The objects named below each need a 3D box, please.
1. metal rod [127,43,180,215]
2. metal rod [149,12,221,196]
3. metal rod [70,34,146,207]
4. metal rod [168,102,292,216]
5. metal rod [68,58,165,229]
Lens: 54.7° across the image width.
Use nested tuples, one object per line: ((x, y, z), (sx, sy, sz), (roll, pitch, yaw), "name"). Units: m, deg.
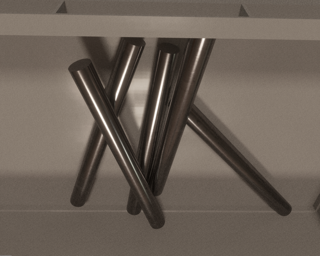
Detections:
((-0.017, 0.025, 0.430), (0.025, 0.025, 0.298), (8, 130, -7), "metal rod")
((0.017, 0.002, 0.381), (0.025, 0.025, 0.298), (7, 139, -7), "metal rod")
((-0.081, 0.013, 0.418), (0.025, 0.025, 0.298), (16, 128, -14), "metal rod")
((0.117, 0.053, 0.455), (0.025, 0.025, 0.300), (-33, 123, 24), "metal rod")
((-0.043, 0.045, 0.412), (0.025, 0.025, 0.299), (-12, 130, 9), "metal rod")
